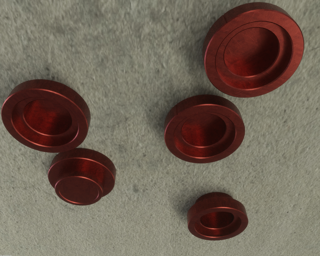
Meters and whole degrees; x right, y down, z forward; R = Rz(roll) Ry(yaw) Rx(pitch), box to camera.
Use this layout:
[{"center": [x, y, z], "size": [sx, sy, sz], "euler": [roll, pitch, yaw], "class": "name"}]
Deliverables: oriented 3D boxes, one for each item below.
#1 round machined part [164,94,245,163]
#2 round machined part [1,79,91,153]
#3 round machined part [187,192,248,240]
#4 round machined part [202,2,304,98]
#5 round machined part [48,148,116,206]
[{"center": [0.054, -0.003, 0.394], "size": [0.099, 0.042, 0.097], "euler": [-1, 130, 0], "class": "round machined part"}, {"center": [-0.134, -0.018, 0.378], "size": [0.099, 0.042, 0.097], "euler": [-1, 130, 0], "class": "round machined part"}, {"center": [0.095, 0.145, 0.521], "size": [0.099, 0.042, 0.097], "euler": [-1, 130, 0], "class": "round machined part"}, {"center": [0.094, -0.084, 0.326], "size": [0.099, 0.042, 0.097], "euler": [-1, 130, 0], "class": "round machined part"}, {"center": [-0.117, 0.079, 0.462], "size": [0.099, 0.042, 0.097], "euler": [-1, 130, 0], "class": "round machined part"}]
